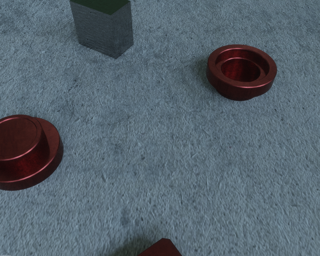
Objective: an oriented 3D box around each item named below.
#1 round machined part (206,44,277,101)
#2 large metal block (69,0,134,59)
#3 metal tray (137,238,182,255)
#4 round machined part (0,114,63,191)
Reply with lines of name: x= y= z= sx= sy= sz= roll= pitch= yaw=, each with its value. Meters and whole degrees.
round machined part: x=0.117 y=-0.078 z=0.459 sx=0.099 sy=0.042 sz=0.098 roll=0 pitch=50 yaw=0
large metal block: x=-0.093 y=-0.172 z=0.511 sx=0.080 sy=0.080 sz=0.050 roll=25 pitch=55 yaw=19
metal tray: x=0.007 y=0.172 z=0.256 sx=0.091 sy=0.030 sz=0.130 roll=-28 pitch=56 yaw=-22
round machined part: x=-0.171 y=0.022 z=0.372 sx=0.099 sy=0.042 sz=0.098 roll=0 pitch=50 yaw=0
